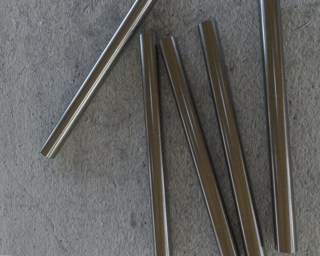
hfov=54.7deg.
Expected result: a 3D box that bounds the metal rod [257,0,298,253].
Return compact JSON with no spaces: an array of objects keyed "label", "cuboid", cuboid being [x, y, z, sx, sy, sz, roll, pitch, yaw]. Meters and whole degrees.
[{"label":"metal rod","cuboid":[0.136,-0.009,0.360,0.025,0.025,0.298,-4,89,19]}]

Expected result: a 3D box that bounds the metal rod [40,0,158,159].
[{"label":"metal rod","cuboid":[-0.084,-0.080,0.437,0.025,0.025,0.299,39,102,15]}]

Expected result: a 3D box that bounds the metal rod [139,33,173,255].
[{"label":"metal rod","cuboid":[-0.005,0.026,0.409,0.025,0.025,0.298,-5,89,19]}]

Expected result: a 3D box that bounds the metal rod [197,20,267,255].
[{"label":"metal rod","cuboid":[0.088,0.017,0.377,0.025,0.025,0.298,-12,86,19]}]

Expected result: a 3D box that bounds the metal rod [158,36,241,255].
[{"label":"metal rod","cuboid":[0.050,0.029,0.390,0.025,0.025,0.298,-18,84,19]}]
